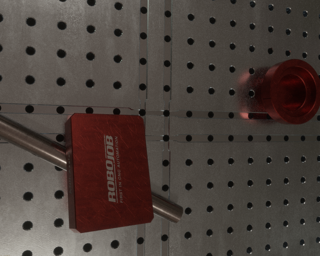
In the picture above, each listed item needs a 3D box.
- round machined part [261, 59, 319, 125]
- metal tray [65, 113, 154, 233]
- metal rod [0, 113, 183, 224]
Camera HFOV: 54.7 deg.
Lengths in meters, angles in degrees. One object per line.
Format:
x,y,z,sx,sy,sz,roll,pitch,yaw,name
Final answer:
0.196,-0.054,0.478,0.099,0.042,0.097,0,90,-21,round machined part
-0.060,0.050,0.364,0.091,0.030,0.129,1,74,-29,metal tray
-0.099,0.045,0.376,0.301,0.025,0.025,31,80,-18,metal rod
